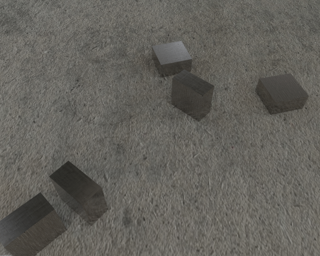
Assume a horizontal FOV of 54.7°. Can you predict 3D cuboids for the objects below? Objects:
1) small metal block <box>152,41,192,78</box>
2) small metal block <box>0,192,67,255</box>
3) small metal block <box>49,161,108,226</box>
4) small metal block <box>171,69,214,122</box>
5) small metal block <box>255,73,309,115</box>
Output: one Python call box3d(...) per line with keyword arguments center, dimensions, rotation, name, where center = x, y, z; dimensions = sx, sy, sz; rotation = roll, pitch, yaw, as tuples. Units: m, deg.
box3d(center=(0.018, -0.111, 0.496), dimensions=(0.050, 0.025, 0.050), rotation=(-13, 51, -11), name="small metal block")
box3d(center=(-0.125, 0.099, 0.303), dimensions=(0.050, 0.050, 0.025), rotation=(-37, 59, -27), name="small metal block")
box3d(center=(-0.085, 0.070, 0.328), dimensions=(0.050, 0.050, 0.025), rotation=(32, 57, 24), name="small metal block")
box3d(center=(0.043, -0.044, 0.424), dimensions=(0.050, 0.050, 0.025), rotation=(35, 58, 25), name="small metal block")
box3d(center=(0.174, -0.050, 0.446), dimensions=(0.050, 0.025, 0.050), rotation=(-11, 51, -9), name="small metal block")
